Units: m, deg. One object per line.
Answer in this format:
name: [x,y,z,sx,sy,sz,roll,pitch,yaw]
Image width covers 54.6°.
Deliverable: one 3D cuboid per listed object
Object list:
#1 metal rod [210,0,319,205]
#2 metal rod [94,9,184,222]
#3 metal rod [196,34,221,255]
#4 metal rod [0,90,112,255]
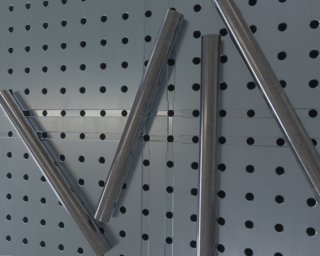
metal rod: [0.134,-0.038,0.365,0.025,0.025,0.299,-28,81,18]
metal rod: [-0.031,-0.011,0.424,0.025,0.025,0.299,23,97,18]
metal rod: [0.061,0.035,0.391,0.025,0.025,0.298,2,91,20]
metal rod: [-0.168,0.063,0.472,0.025,0.025,0.300,-41,77,15]
